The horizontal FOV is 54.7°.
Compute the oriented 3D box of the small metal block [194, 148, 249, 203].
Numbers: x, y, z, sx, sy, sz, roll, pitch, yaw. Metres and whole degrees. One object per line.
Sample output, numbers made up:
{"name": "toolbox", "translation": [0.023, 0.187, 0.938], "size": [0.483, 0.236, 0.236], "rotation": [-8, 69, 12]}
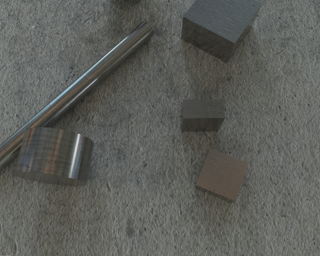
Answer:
{"name": "small metal block", "translation": [0.076, 0.060, 0.387], "size": [0.050, 0.025, 0.050], "rotation": [22, 71, 7]}

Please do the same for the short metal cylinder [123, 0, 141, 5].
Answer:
{"name": "short metal cylinder", "translation": [-0.049, -0.235, 0.465], "size": [0.050, 0.080, 0.080], "rotation": [29, 73, 10]}

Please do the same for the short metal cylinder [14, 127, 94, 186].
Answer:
{"name": "short metal cylinder", "translation": [-0.122, 0.036, 0.365], "size": [0.080, 0.080, 0.050], "rotation": [5, 70, 2]}

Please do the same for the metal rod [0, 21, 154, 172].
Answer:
{"name": "metal rod", "translation": [-0.120, -0.045, 0.423], "size": [0.025, 0.025, 0.301], "rotation": [41, 75, 13]}

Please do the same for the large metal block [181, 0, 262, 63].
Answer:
{"name": "large metal block", "translation": [0.088, -0.155, 0.452], "size": [0.080, 0.050, 0.080], "rotation": [32, 73, 11]}

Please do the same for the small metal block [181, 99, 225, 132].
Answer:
{"name": "small metal block", "translation": [0.054, -0.015, 0.401], "size": [0.050, 0.050, 0.025], "rotation": [-1, 70, 0]}
